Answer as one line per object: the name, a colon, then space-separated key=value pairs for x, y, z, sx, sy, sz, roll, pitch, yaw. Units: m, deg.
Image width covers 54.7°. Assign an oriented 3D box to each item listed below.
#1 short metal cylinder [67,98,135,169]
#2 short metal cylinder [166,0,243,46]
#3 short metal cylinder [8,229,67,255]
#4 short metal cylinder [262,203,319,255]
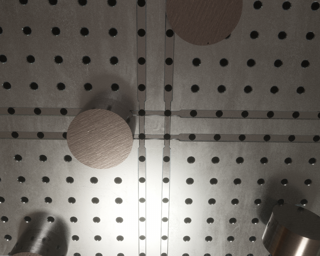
short metal cylinder: x=-0.073 y=0.006 z=0.401 sx=0.081 sy=0.050 sz=0.079 roll=0 pitch=110 yaw=-1
short metal cylinder: x=0.047 y=-0.137 z=0.350 sx=0.081 sy=0.050 sz=0.079 roll=0 pitch=110 yaw=-1
short metal cylinder: x=-0.189 y=0.203 z=0.472 sx=0.081 sy=0.050 sz=0.079 roll=0 pitch=110 yaw=-1
short metal cylinder: x=0.194 y=0.153 z=0.443 sx=0.081 sy=0.080 sz=0.050 roll=10 pitch=110 yaw=-4
